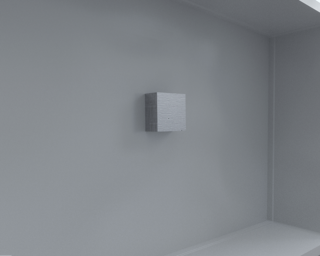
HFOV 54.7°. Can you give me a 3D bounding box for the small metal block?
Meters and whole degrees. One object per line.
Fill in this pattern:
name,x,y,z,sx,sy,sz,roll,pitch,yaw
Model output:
small metal block,0.008,-0.021,0.415,0.050,0.025,0.050,-2,91,-40
